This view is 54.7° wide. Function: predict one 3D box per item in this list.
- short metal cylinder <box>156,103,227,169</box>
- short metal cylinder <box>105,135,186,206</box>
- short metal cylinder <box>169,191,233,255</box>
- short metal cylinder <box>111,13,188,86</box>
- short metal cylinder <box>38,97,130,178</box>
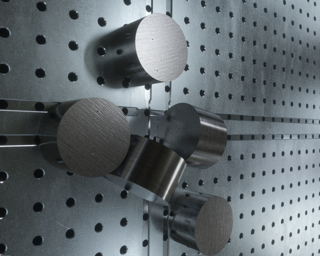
[{"bbox_3d":[0.040,0.012,0.407,0.050,0.080,0.080,15,80,-39],"label":"short metal cylinder"},{"bbox_3d":[-0.016,0.050,0.360,0.080,0.080,0.050,40,66,-33],"label":"short metal cylinder"},{"bbox_3d":[0.059,0.134,0.442,0.081,0.050,0.079,0,90,-40],"label":"short metal cylinder"},{"bbox_3d":[-0.012,-0.094,0.382,0.081,0.050,0.079,0,90,-40],"label":"short metal cylinder"},{"bbox_3d":[-0.079,0.009,0.326,0.081,0.050,0.079,0,90,-40],"label":"short metal cylinder"}]
